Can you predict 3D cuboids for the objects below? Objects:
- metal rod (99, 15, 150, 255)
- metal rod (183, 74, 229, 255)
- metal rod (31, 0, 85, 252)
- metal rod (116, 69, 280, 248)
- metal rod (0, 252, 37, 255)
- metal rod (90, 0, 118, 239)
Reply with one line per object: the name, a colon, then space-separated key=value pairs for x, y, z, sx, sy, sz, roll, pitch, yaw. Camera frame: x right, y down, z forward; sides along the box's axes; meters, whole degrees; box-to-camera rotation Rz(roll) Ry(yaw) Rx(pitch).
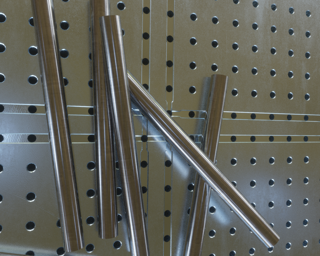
metal rod: x=-0.042 y=0.019 z=0.381 sx=0.025 sy=0.025 sz=0.298 roll=-10 pitch=99 yaw=-20
metal rod: x=0.061 y=0.074 z=0.434 sx=0.025 sy=0.025 sz=0.299 roll=11 pitch=86 yaw=-20
metal rod: x=-0.121 y=-0.004 z=0.368 sx=0.025 sy=0.025 sz=0.298 roll=-8 pitch=93 yaw=-20
metal rod: x=0.051 y=0.043 z=0.407 sx=0.025 sy=0.025 sz=0.300 roll=-44 pitch=95 yaw=-15
metal rod: x=-0.215 y=0.142 z=0.333 sx=0.302 sy=0.025 sz=0.025 roll=16 pitch=85 yaw=-19
metal rod: x=-0.070 y=-0.015 z=0.386 sx=0.025 sy=0.025 sz=0.298 roll=-2 pitch=91 yaw=-20
